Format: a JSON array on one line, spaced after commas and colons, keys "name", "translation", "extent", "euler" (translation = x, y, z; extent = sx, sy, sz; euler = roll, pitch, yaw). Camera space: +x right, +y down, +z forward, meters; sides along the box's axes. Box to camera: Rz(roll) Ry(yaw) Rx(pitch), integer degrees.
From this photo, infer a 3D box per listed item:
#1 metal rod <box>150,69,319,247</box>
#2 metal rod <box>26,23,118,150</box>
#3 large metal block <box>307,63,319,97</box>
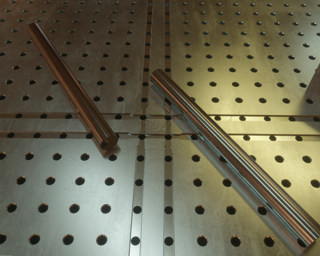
[{"name": "metal rod", "translation": [0.077, 0.016, 0.394], "extent": [0.025, 0.025, 0.300], "euler": [-26, 55, -21]}, {"name": "metal rod", "translation": [-0.145, -0.078, 0.471], "extent": [0.025, 0.025, 0.300], "euler": [-26, 55, -20]}, {"name": "large metal block", "translation": [0.271, -0.074, 0.438], "extent": [0.050, 0.080, 0.080], "euler": [-33, 58, -24]}]
